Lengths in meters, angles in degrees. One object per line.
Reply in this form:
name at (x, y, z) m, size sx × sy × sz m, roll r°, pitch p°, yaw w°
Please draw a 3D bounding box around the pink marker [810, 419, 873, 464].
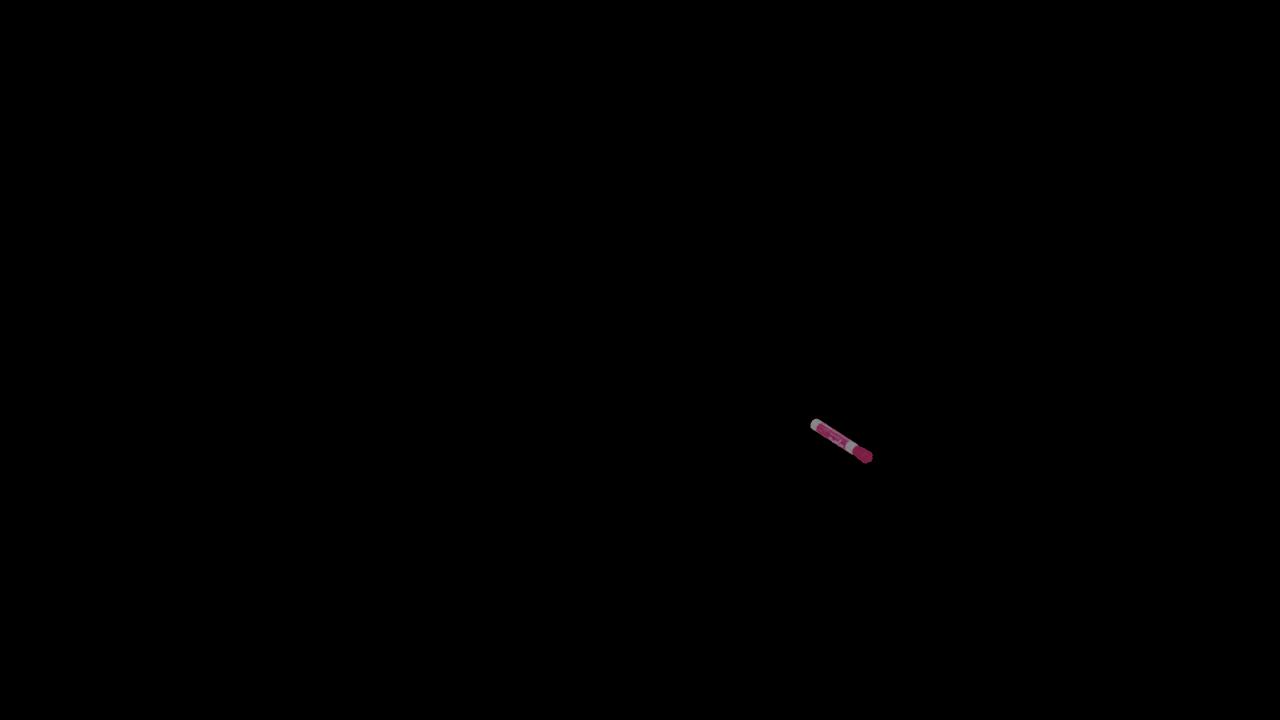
pink marker at (0.298, 0.120, 0.911) m, size 0.020 × 0.020 × 0.121 m, roll 0°, pitch 19°, yaw -25°
